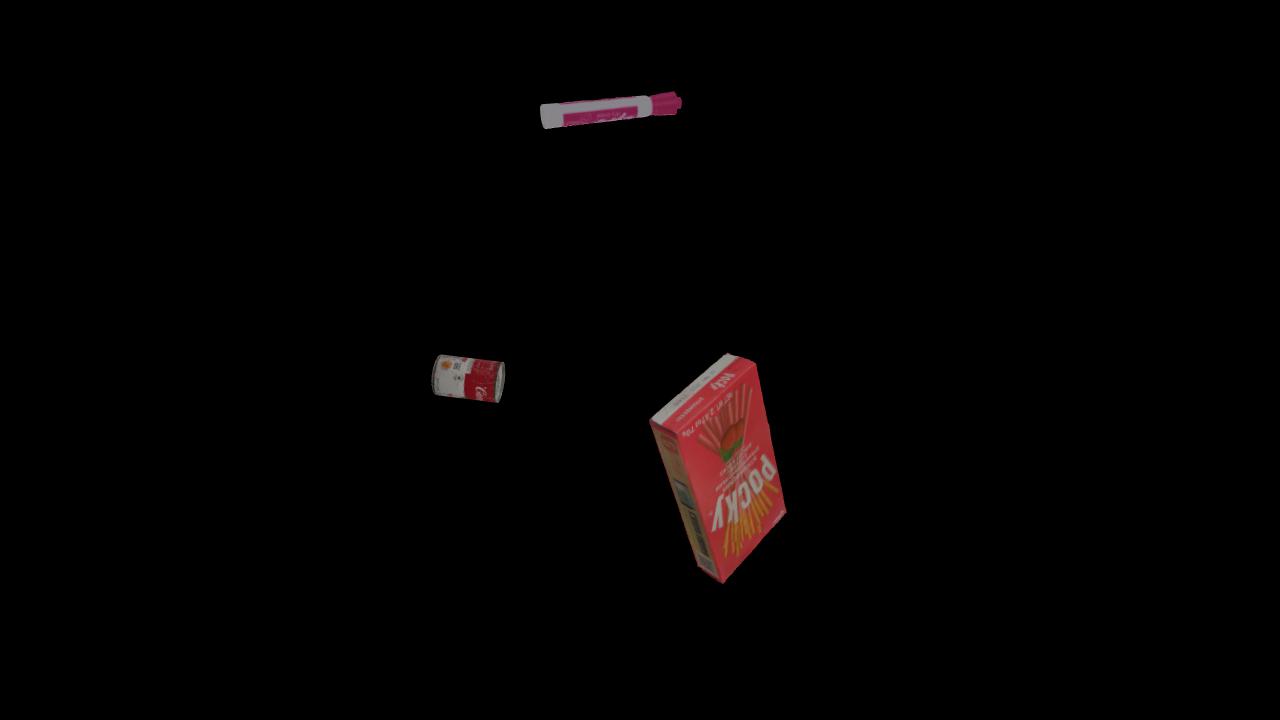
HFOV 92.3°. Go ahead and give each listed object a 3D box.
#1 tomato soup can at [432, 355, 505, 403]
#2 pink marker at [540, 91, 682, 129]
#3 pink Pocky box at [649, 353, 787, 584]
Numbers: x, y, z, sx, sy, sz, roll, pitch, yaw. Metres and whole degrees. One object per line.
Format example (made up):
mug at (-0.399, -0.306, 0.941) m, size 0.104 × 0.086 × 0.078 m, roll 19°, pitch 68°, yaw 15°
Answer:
tomato soup can at (-0.272, 0.029, 0.979) m, size 0.101 × 0.068 × 0.068 m, roll 8°, pitch 0°, yaw -2°
pink marker at (-0.022, -0.210, 0.514) m, size 0.121 × 0.020 × 0.020 m, roll -12°, pitch 3°, yaw -15°
pink Pocky box at (0.062, 0.081, 0.444) m, size 0.084 × 0.155 × 0.029 m, roll -37°, pitch 37°, yaw -28°
